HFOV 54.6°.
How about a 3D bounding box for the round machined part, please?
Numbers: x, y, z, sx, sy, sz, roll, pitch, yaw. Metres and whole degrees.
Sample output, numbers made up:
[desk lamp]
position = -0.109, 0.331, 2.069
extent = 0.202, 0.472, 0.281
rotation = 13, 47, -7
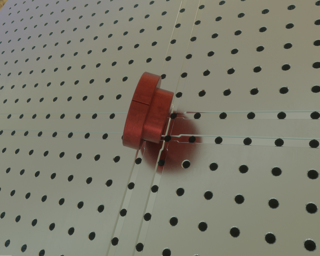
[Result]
[round machined part]
position = -0.012, -0.018, 0.392
extent = 0.042, 0.098, 0.098
rotation = 17, 67, 2
